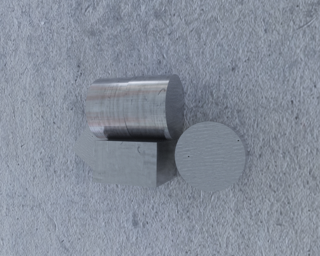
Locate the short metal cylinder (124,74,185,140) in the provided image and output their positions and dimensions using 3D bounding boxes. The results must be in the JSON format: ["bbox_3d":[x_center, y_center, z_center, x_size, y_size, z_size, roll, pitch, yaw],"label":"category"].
[{"bbox_3d":[-0.004,-0.025,0.383,0.050,0.080,0.079,1,90,20],"label":"short metal cylinder"}]

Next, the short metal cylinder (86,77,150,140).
[{"bbox_3d":[-0.051,-0.025,0.400,0.050,0.080,0.079,1,90,20],"label":"short metal cylinder"}]

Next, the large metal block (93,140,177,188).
[{"bbox_3d":[-0.028,0.040,0.391,0.080,0.080,0.050,1,91,20],"label":"large metal block"}]

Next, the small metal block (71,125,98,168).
[{"bbox_3d":[-0.089,0.026,0.442,0.050,0.025,0.050,39,102,15],"label":"small metal block"}]

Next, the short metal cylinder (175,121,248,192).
[{"bbox_3d":[0.064,0.032,0.374,0.080,0.050,0.079,0,90,20],"label":"short metal cylinder"}]
